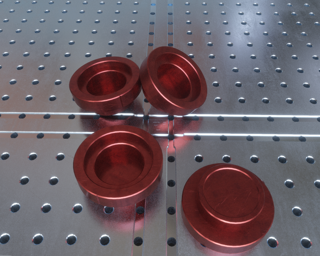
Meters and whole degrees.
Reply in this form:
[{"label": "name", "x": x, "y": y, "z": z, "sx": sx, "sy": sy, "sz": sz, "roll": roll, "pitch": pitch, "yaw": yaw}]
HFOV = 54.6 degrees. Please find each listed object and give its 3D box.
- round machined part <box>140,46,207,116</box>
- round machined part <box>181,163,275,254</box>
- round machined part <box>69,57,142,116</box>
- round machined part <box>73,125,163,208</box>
[{"label": "round machined part", "x": 0.014, "y": -0.060, "z": 0.428, "sx": 0.099, "sy": 0.042, "sz": 0.098, "roll": 18, "pitch": 56, "yaw": -28}, {"label": "round machined part", "x": 0.072, "y": 0.078, "z": 0.332, "sx": 0.099, "sy": 0.042, "sz": 0.098, "roll": 0, "pitch": 50, "yaw": 0}, {"label": "round machined part", "x": -0.073, "y": -0.055, "z": 0.438, "sx": 0.098, "sy": 0.042, "sz": 0.098, "roll": -4, "pitch": 47, "yaw": 5}, {"label": "round machined part", "x": -0.046, "y": 0.047, "z": 0.357, "sx": 0.099, "sy": 0.042, "sz": 0.098, "roll": 0, "pitch": 50, "yaw": 0}]
